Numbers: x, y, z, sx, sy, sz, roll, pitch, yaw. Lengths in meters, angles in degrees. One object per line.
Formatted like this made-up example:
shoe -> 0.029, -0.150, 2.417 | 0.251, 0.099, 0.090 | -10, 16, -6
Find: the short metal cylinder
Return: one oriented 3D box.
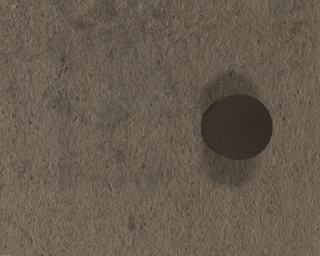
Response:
short metal cylinder -> 0.096, -0.001, 0.399 | 0.081, 0.050, 0.079 | 0, 90, -1
